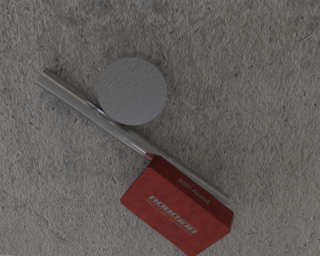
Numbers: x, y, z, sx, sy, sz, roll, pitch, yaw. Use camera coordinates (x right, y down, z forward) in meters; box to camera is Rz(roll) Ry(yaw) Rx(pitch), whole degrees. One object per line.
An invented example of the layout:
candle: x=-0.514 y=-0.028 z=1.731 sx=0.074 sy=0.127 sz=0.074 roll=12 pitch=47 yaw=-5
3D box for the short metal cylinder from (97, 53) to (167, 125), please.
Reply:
short metal cylinder: x=-0.032 y=-0.049 z=0.378 sx=0.081 sy=0.050 sz=0.079 roll=0 pitch=110 yaw=0

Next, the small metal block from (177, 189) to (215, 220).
small metal block: x=0.048 y=0.113 z=0.437 sx=0.050 sy=0.025 sz=0.050 roll=-12 pitch=126 yaw=30

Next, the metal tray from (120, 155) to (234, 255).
metal tray: x=0.021 y=0.107 z=0.416 sx=0.130 sy=0.030 sz=0.089 roll=38 pitch=127 yaw=0

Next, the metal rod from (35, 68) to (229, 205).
metal rod: x=-0.028 y=0.021 z=0.417 sx=0.301 sy=0.025 sz=0.025 roll=36 pitch=106 yaw=-13
